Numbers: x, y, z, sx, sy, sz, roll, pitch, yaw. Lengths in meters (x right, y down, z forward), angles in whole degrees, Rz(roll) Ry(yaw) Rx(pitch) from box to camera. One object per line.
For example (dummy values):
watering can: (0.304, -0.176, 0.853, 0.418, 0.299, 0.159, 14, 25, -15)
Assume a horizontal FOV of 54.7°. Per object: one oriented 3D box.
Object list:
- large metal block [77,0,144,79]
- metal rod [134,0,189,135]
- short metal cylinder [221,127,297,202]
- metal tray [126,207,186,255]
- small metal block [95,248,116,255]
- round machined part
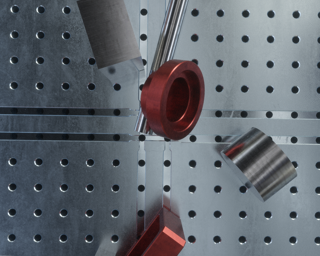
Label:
large metal block: (-0.057, -0.111, 0.385, 0.050, 0.080, 0.080, -18, 90, 0)
metal rod: (0.017, -0.138, 0.413, 0.025, 0.025, 0.298, 15, 90, -1)
short metal cylinder: (0.122, 0.045, 0.388, 0.050, 0.080, 0.080, -39, 91, 0)
metal tray: (-0.022, 0.168, 0.380, 0.030, 0.090, 0.130, 37, 90, 0)
small metal block: (-0.080, 0.192, 0.400, 0.025, 0.050, 0.050, 20, 90, 0)
round machined part: (0.013, -0.036, 0.386, 0.042, 0.098, 0.097, 15, 90, 34)
